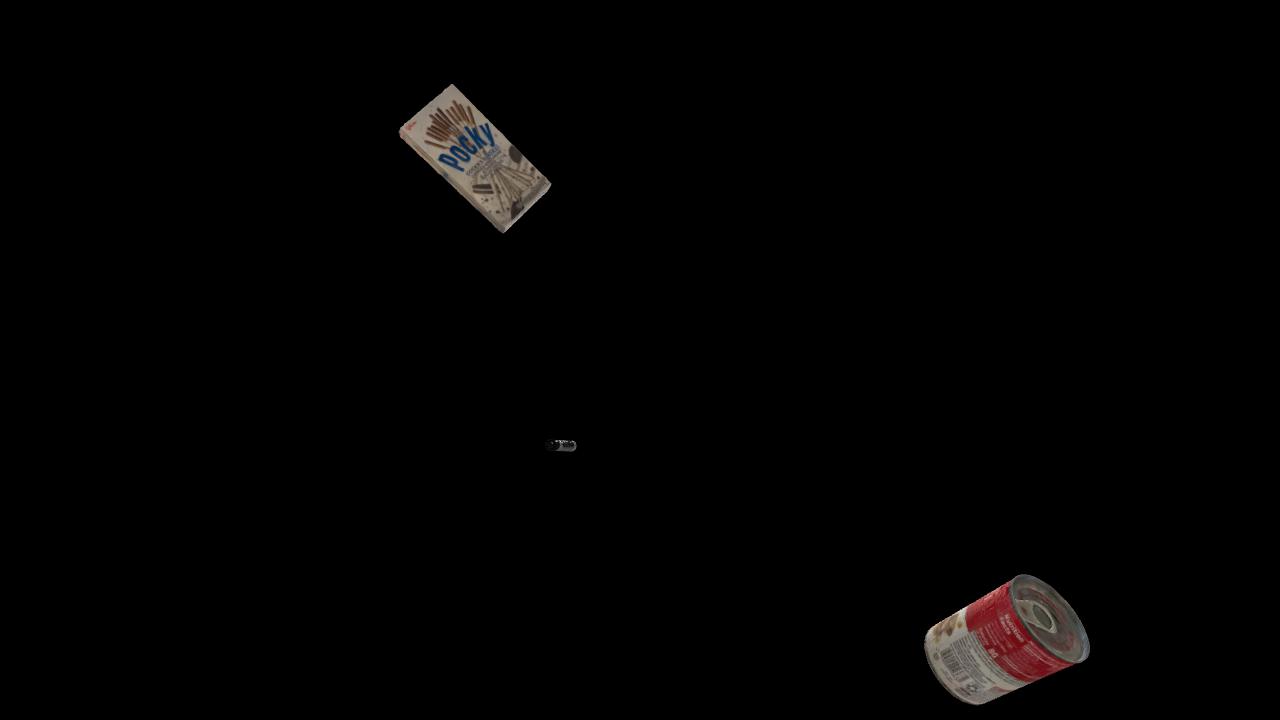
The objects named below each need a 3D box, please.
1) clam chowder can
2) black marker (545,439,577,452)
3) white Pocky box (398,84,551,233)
[{"bbox_3d":[0.292,0.229,0.498,0.068,0.068,0.102,0,-43,-33],"label":"clam chowder can"},{"bbox_3d":[-0.128,0.139,0.997,0.020,0.020,0.121,0,-9,10],"label":"black marker"},{"bbox_3d":[-0.184,-0.227,0.701,0.154,0.084,0.028,44,-18,-12],"label":"white Pocky box"}]
